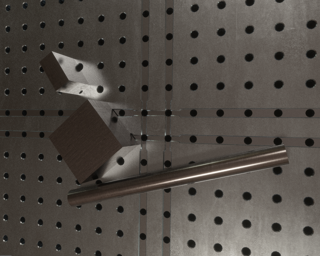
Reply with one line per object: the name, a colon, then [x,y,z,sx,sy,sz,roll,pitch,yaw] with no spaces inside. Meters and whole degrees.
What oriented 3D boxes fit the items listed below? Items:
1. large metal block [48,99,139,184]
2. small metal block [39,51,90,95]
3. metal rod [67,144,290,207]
large metal block: [-0.092,0.018,0.430,0.080,0.050,0.080,-41,78,15]
small metal block: [-0.136,-0.078,0.446,0.025,0.050,0.050,-36,79,16]
metal rod: [0.010,0.067,0.408,0.301,0.025,0.025,-15,85,19]
